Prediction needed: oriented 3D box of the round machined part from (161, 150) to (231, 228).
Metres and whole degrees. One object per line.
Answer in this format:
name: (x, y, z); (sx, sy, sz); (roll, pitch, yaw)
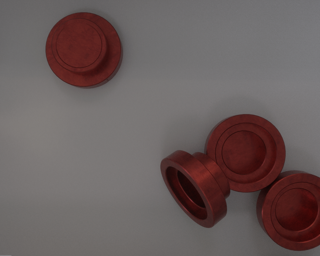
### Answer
round machined part: (0.047, 0.069, 0.379); (0.042, 0.098, 0.098); (-31, 90, -23)

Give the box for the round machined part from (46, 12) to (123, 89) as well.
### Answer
round machined part: (-0.100, -0.102, 0.402); (0.099, 0.042, 0.097); (0, 90, 0)

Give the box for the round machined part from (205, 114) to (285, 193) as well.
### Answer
round machined part: (0.107, 0.031, 0.404); (0.099, 0.042, 0.097); (0, 90, 0)

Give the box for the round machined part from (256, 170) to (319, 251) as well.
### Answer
round machined part: (0.173, 0.103, 0.402); (0.099, 0.042, 0.097); (0, 93, -3)
